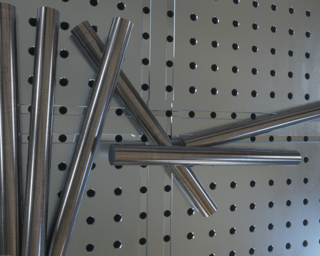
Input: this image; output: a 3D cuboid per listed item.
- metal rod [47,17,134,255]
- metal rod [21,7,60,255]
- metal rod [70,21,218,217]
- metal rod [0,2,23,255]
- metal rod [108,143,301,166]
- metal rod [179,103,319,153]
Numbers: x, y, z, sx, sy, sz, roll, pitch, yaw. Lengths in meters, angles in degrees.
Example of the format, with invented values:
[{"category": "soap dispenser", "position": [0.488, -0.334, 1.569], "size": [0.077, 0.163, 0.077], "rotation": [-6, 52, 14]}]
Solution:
[{"category": "metal rod", "position": [-0.085, 0.019, 0.364], "size": [0.025, 0.025, 0.299], "rotation": [16, 91, -19]}, {"category": "metal rod", "position": [-0.136, 0.012, 0.354], "size": [0.025, 0.025, 0.299], "rotation": [4, 86, -20]}, {"category": "metal rod", "position": [-0.014, -0.003, 0.407], "size": [0.025, 0.025, 0.300], "rotation": [-39, 102, -16]}, {"category": "metal rod", "position": [-0.171, 0.013, 0.349], "size": [0.025, 0.025, 0.298], "rotation": [-2, 91, -20]}, {"category": "metal rod", "position": [0.079, 0.039, 0.422], "size": [0.302, 0.025, 0.025], "rotation": [4, 89, -27]}, {"category": "metal rod", "position": [0.170, -0.007, 0.474], "size": [0.302, 0.025, 0.025], "rotation": [-13, 95, -20]}]
